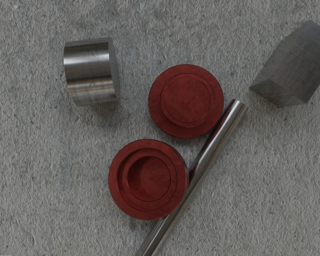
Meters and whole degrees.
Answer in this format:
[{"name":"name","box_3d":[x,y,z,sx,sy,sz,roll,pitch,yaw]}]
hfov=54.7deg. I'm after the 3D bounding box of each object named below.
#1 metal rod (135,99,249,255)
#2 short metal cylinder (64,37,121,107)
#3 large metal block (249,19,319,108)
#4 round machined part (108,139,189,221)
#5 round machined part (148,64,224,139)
[{"name":"metal rod","box_3d":[0.027,0.095,0.410,0.025,0.025,0.299,32,90,0]},{"name":"short metal cylinder","box_3d":[-0.080,-0.069,0.382,0.050,0.080,0.080,-7,90,0]},{"name":"large metal block","box_3d":[0.165,-0.074,0.384,0.050,0.080,0.080,35,90,0]},{"name":"round machined part","box_3d":[-0.012,0.064,0.393,0.098,0.042,0.097,-2,83,13]},{"name":"round machined part","box_3d":[0.034,-0.034,0.402,0.099,0.042,0.097,0,90,0]}]
